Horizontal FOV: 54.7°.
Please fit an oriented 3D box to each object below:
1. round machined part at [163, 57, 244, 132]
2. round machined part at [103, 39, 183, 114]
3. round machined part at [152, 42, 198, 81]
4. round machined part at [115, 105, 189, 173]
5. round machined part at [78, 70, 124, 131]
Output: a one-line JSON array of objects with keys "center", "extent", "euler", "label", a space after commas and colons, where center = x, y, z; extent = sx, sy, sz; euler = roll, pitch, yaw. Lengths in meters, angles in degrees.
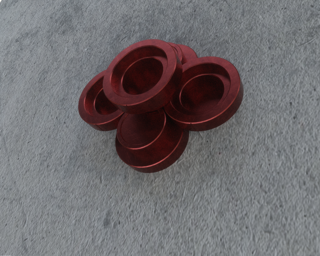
[{"center": [0.055, -0.038, 0.388], "extent": [0.098, 0.042, 0.098], "euler": [-13, 56, 20], "label": "round machined part"}, {"center": [-0.018, -0.059, 0.384], "extent": [0.098, 0.042, 0.098], "euler": [-13, 57, 21], "label": "round machined part"}, {"center": [0.007, -0.082, 0.440], "extent": [0.098, 0.042, 0.098], "euler": [-13, 56, 20], "label": "round machined part"}, {"center": [-0.016, 0.005, 0.398], "extent": [0.098, 0.042, 0.098], "euler": [-13, 56, 20], "label": "round machined part"}, {"center": [-0.066, -0.038, 0.450], "extent": [0.098, 0.042, 0.098], "euler": [-13, 56, 20], "label": "round machined part"}]
